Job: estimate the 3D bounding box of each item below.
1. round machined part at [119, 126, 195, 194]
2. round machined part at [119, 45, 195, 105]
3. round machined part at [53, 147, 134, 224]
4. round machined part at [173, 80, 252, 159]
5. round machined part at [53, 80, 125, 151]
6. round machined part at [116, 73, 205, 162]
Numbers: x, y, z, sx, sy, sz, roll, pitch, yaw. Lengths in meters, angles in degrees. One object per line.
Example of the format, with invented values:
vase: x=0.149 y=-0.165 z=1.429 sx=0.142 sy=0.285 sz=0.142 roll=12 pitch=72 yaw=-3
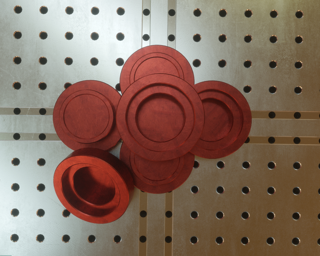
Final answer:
round machined part: x=-0.004 y=0.038 z=0.404 sx=0.099 sy=0.042 sz=0.097 roll=0 pitch=90 yaw=0
round machined part: x=-0.004 y=-0.060 z=0.405 sx=0.099 sy=0.042 sz=0.097 roll=0 pitch=90 yaw=0
round machined part: x=-0.079 y=0.068 z=0.391 sx=0.098 sy=0.042 sz=0.097 roll=5 pitch=113 yaw=13
round machined part: x=0.065 y=-0.011 z=0.405 sx=0.099 sy=0.042 sz=0.097 roll=0 pitch=90 yaw=0
round machined part: x=-0.091 y=-0.014 z=0.404 sx=0.099 sy=0.042 sz=0.097 roll=0 pitch=90 yaw=0
round machined part: x=0.001 y=-0.012 z=0.362 sx=0.099 sy=0.042 sz=0.097 roll=0 pitch=90 yaw=0
